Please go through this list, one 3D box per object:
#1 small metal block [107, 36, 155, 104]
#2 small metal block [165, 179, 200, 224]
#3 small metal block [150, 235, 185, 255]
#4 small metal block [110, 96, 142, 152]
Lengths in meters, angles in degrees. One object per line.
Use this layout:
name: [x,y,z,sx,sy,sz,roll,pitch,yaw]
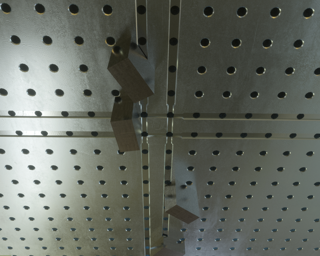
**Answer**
small metal block: [-0.030,-0.064,0.340,0.025,0.050,0.050,-24,126,19]
small metal block: [0.035,0.117,0.495,0.050,0.050,0.025,35,122,-26]
small metal block: [0.015,0.244,0.619,0.050,0.025,0.050,25,126,-20]
small metal block: [-0.041,-0.006,0.390,0.025,0.050,0.050,-6,130,5]
